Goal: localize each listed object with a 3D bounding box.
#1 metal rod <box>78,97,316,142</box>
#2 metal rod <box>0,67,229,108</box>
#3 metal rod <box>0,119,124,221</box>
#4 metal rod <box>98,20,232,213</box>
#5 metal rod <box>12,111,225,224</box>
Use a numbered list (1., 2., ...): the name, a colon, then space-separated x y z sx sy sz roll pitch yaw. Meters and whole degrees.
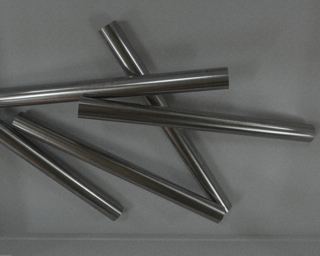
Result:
1. metal rod: 0.054 -0.008 0.388 0.302 0.025 0.025 6 110 -11
2. metal rod: -0.072 -0.046 0.372 0.301 0.025 0.025 -4 110 9
3. metal rod: -0.172 0.033 0.413 0.300 0.025 0.025 40 105 -17
4. metal rod: 0.016 -0.002 0.411 0.025 0.025 0.299 -30 108 10
5. metal rod: -0.051 0.055 0.417 0.301 0.025 0.025 26 108 -5
